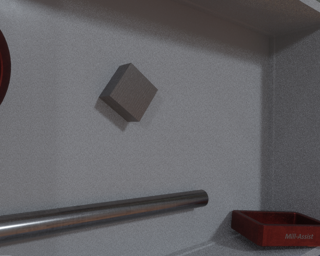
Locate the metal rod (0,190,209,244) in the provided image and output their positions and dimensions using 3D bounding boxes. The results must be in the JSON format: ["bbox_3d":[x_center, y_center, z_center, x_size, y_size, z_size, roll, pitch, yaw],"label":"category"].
[{"bbox_3d":[-0.052,0.098,0.364,0.302,0.025,0.025,3,88,-40],"label":"metal rod"}]

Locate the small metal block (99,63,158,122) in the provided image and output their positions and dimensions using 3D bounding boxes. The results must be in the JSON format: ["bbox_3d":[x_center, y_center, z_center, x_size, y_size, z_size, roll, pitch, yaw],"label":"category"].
[{"bbox_3d":[-0.037,-0.042,0.377,0.050,0.025,0.050,43,64,-32],"label":"small metal block"}]

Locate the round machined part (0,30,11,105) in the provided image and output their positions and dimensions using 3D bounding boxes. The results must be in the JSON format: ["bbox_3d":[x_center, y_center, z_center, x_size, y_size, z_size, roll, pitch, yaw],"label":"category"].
[{"bbox_3d":[-0.166,-0.046,0.236,0.098,0.042,0.097,13,91,-77],"label":"round machined part"}]

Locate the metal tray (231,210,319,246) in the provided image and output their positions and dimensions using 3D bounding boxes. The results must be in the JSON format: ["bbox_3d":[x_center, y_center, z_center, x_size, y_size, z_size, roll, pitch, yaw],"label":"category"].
[{"bbox_3d":[0.194,0.160,0.498,0.131,0.090,0.030,5,88,-14],"label":"metal tray"}]
